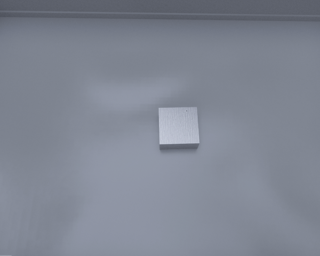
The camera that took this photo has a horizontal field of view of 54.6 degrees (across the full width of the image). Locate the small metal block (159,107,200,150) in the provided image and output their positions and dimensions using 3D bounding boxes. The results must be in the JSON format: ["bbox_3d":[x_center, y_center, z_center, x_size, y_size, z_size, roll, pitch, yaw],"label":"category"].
[{"bbox_3d":[0.024,0.001,0.410,0.050,0.025,0.050,-1,70,-1],"label":"small metal block"}]
